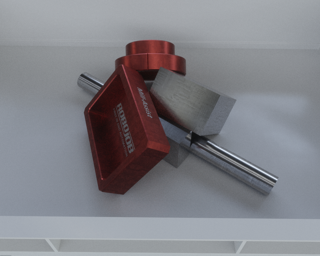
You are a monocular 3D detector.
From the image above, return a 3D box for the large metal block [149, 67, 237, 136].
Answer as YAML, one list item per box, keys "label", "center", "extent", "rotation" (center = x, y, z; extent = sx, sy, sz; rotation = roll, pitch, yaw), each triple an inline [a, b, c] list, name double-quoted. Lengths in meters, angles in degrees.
- label: "large metal block"
  center: [0.040, -0.032, 0.389]
  extent: [0.080, 0.050, 0.080]
  rotation: [30, 13, 22]

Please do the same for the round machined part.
- label: "round machined part"
  center: [-0.013, -0.094, 0.432]
  extent: [0.099, 0.098, 0.042]
  rotation: [-1, 91, -2]

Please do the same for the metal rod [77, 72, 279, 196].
- label: "metal rod"
  center: [0.007, -0.003, 0.405]
  extent: [0.300, 0.025, 0.025]
  rotation: [30, 56, 22]

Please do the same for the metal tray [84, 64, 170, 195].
- label: "metal tray"
  center: [-0.045, 0.000, 0.363]
  extent: [0.030, 0.090, 0.130]
  rotation: [19, 37, -40]

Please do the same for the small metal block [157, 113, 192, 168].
- label: "small metal block"
  center: [0.009, 0.014, 0.375]
  extent: [0.050, 0.050, 0.025]
  rotation: [31, 57, 23]
